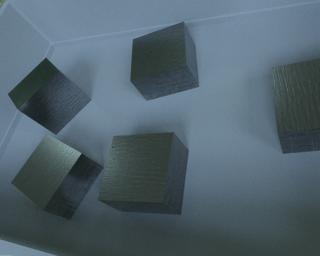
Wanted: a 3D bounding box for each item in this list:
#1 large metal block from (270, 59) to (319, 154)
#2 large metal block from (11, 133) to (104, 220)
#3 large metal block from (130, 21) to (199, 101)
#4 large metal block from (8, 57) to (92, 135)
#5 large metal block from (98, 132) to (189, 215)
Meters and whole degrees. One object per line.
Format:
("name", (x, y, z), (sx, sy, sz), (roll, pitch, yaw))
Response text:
("large metal block", (0.163, -0.024, 0.319), (0.080, 0.050, 0.080), (-8, 58, 23))
("large metal block", (-0.139, 0.064, 0.421), (0.080, 0.050, 0.080), (22, 73, 35))
("large metal block", (0.007, -0.094, 0.442), (0.080, 0.050, 0.080), (-13, 56, 20))
("large metal block", (-0.171, -0.048, 0.488), (0.080, 0.080, 0.050), (-46, 51, -4))
("large metal block", (-0.017, 0.054, 0.364), (0.080, 0.050, 0.080), (-4, 60, 25))
